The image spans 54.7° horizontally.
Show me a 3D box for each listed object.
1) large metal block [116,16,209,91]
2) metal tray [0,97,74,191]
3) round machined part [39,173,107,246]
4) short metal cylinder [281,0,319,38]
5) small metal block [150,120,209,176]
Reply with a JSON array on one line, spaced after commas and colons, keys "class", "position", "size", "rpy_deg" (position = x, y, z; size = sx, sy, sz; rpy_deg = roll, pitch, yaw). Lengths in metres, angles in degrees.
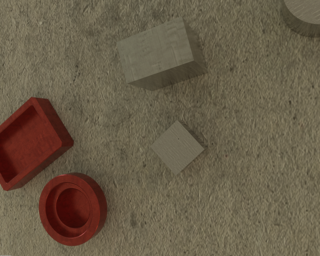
[{"class": "large metal block", "position": [0.006, -0.085, 0.377], "size": [0.080, 0.080, 0.050], "rpy_deg": [-16, 85, 19]}, {"class": "metal tray", "position": [-0.206, 0.025, 0.476], "size": [0.130, 0.030, 0.090], "rpy_deg": [-37, 79, 16]}, {"class": "round machined part", "position": [-0.118, 0.112, 0.440], "size": [0.098, 0.042, 0.097], "rpy_deg": [0, 90, 19]}, {"class": "short metal cylinder", "position": [0.175, -0.144, 0.334], "size": [0.080, 0.050, 0.079], "rpy_deg": [0, 90, 19]}, {"class": "small metal block", "position": [0.025, 0.025, 0.400], "size": [0.050, 0.025, 0.050], "rpy_deg": [-45, 77, 14]}]
